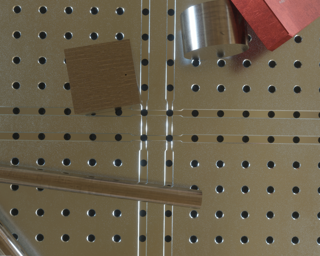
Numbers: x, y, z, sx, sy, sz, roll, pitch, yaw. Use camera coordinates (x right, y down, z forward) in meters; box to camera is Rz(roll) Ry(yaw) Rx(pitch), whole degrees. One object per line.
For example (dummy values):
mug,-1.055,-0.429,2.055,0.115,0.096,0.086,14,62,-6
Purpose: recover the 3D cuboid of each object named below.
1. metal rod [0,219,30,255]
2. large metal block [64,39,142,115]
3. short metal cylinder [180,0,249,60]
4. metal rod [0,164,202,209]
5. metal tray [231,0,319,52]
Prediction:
metal rod,-0.179,0.187,0.411,0.025,0.025,0.300,-39,90,0
large metal block,-0.070,-0.063,0.400,0.080,0.050,0.080,-9,90,0
short metal cylinder,0.067,-0.119,0.386,0.080,0.080,0.050,-6,90,0
metal rod,-0.095,0.076,0.412,0.302,0.025,0.025,8,90,0
metal tray,0.145,-0.155,0.375,0.131,0.030,0.090,-36,90,-38
